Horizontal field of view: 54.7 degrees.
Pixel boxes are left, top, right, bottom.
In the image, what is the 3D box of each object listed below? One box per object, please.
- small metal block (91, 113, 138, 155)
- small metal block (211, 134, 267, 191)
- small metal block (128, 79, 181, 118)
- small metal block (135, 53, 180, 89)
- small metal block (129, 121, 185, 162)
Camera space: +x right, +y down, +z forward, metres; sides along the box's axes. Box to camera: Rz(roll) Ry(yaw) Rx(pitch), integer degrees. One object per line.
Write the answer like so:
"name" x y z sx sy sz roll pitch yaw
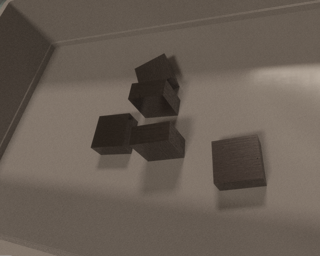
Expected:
"small metal block" -0.063 0.009 0.431 0.050 0.025 0.050 -4 60 25
"small metal block" 0.085 0.038 0.337 0.050 0.025 0.050 -11 57 22
"small metal block" -0.006 -0.038 0.415 0.050 0.050 0.025 -4 60 26
"small metal block" -0.005 -0.074 0.452 0.050 0.025 0.050 -25 53 12
"small metal block" -0.002 0.018 0.379 0.050 0.050 0.025 -9 58 23
